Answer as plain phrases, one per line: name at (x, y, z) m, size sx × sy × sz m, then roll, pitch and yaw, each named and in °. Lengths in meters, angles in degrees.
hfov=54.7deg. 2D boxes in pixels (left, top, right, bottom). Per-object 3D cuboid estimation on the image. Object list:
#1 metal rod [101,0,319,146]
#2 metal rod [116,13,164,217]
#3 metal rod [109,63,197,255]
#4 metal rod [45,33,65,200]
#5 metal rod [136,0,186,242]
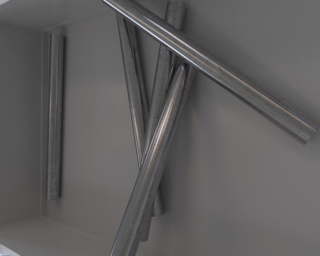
metal rod at (0.038, -0.083, 0.347) m, size 0.300 × 0.025 × 0.025 m, roll 41°, pitch 115°, yaw 23°
metal rod at (-0.030, -0.030, 0.431) m, size 0.025 × 0.025 × 0.298 m, roll -15°, pitch 80°, yaw 39°
metal rod at (-0.014, 0.061, 0.337) m, size 0.025 × 0.025 × 0.299 m, roll 4°, pitch 67°, yaw 40°
metal rod at (-0.192, -0.019, 0.565) m, size 0.025 × 0.025 × 0.298 m, roll 4°, pitch 93°, yaw 40°
metal rod at (-0.003, -0.009, 0.390) m, size 0.025 × 0.025 × 0.298 m, roll 9°, pitch 90°, yaw 39°
